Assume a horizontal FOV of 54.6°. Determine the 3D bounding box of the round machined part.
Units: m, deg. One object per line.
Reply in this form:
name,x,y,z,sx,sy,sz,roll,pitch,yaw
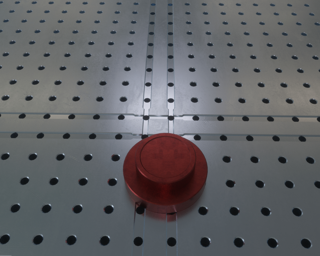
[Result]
round machined part,0.006,0.044,0.360,0.099,0.042,0.098,0,50,0
